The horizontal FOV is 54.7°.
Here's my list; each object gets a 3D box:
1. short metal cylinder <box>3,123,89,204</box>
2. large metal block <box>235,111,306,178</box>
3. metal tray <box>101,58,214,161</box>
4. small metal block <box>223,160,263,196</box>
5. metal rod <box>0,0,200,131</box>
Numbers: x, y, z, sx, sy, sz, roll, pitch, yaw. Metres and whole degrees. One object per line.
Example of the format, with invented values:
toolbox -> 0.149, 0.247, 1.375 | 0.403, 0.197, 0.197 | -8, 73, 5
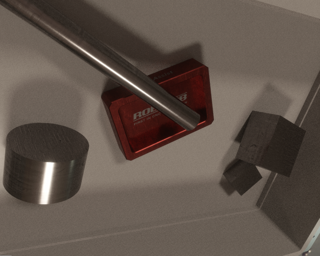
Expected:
short metal cylinder -> -0.121, 0.035, 0.330 | 0.081, 0.080, 0.050 | 3, 117, -30
large metal block -> 0.177, 0.026, 0.493 | 0.080, 0.050, 0.080 | 22, 88, -37
metal tray -> 0.002, -0.023, 0.393 | 0.131, 0.030, 0.089 | -24, 128, -14
small metal block -> 0.145, 0.084, 0.543 | 0.050, 0.025, 0.050 | -41, 130, -1
metal rod -> -0.070, -0.077, 0.298 | 0.301, 0.025, 0.025 | 33, 100, -31
